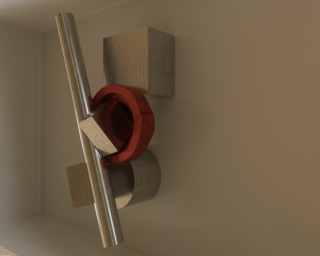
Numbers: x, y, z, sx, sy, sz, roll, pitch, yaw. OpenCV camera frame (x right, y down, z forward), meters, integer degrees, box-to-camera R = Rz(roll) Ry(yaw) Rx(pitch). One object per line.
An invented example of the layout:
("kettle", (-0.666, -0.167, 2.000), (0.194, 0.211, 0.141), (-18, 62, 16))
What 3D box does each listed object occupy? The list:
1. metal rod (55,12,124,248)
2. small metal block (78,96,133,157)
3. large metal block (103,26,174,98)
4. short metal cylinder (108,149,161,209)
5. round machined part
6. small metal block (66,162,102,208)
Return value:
("metal rod", (-0.091, -0.008, 0.387), (0.025, 0.025, 0.299), (-24, 75, 37))
("small metal block", (-0.063, -0.002, 0.375), (0.025, 0.050, 0.050), (-22, 111, 34))
("large metal block", (-0.029, -0.080, 0.409), (0.080, 0.050, 0.079), (0, 90, 39))
("short metal cylinder", (-0.046, 0.066, 0.425), (0.080, 0.050, 0.079), (0, 90, 39))
("round machined part", (-0.045, -0.005, 0.391), (0.098, 0.042, 0.097), (0, 90, 39))
("small metal block", (-0.093, 0.073, 0.395), (0.025, 0.050, 0.050), (-15, 78, 5))
